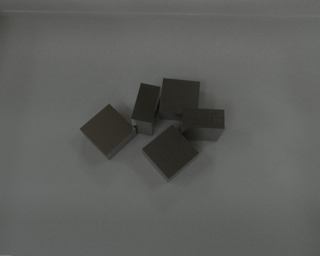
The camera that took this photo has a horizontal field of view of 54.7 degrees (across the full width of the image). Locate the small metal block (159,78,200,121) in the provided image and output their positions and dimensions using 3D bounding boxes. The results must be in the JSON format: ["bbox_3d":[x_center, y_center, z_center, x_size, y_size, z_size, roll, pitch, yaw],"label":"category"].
[{"bbox_3d":[0.026,-0.038,0.422,0.050,0.025,0.050,6,70,2],"label":"small metal block"}]

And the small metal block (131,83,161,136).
[{"bbox_3d":[-0.017,-0.023,0.402,0.025,0.050,0.050,12,71,4],"label":"small metal block"}]

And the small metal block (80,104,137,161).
[{"bbox_3d":[-0.067,0.005,0.405,0.050,0.025,0.050,-43,76,-14],"label":"small metal block"}]

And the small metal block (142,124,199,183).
[{"bbox_3d":[0.013,0.033,0.395,0.050,0.025,0.050,-39,75,-13],"label":"small metal block"}]

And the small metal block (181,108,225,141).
[{"bbox_3d":[0.052,-0.003,0.396,0.050,0.050,0.025,3,70,1],"label":"small metal block"}]
